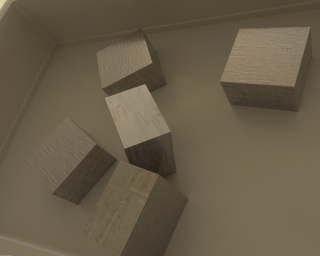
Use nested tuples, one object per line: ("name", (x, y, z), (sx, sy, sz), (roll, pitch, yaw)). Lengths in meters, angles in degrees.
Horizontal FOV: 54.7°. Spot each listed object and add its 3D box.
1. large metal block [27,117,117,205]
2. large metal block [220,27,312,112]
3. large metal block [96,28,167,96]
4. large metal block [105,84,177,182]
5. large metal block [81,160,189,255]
("large metal block", (-0.121, 0.044, 0.426), (0.080, 0.050, 0.080), (-50, 52, -7))
("large metal block", (0.127, -0.070, 0.366), (0.080, 0.050, 0.080), (10, 67, 32))
("large metal block", (-0.044, -0.091, 0.469), (0.080, 0.050, 0.080), (-25, 53, 12))
("large metal block", (-0.022, 0.009, 0.369), (0.050, 0.080, 0.080), (-21, 51, -8))
("large metal block", (-0.021, 0.091, 0.326), (0.050, 0.080, 0.080), (15, 70, 34))
